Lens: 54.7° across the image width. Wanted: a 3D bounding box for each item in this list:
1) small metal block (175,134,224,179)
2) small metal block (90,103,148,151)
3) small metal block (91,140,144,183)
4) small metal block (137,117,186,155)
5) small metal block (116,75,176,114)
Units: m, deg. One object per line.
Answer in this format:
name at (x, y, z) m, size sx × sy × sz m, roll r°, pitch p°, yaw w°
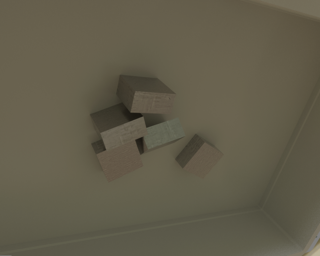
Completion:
small metal block at (0.060, 0.044, 0.468) m, size 0.050 × 0.025 × 0.050 m, roll 32°, pitch 101°, yaw -38°
small metal block at (-0.049, -0.004, 0.362) m, size 0.050 × 0.050 × 0.025 m, roll -22°, pitch 124°, yaw -15°
small metal block at (-0.054, 0.035, 0.401) m, size 0.050 × 0.025 × 0.050 m, roll -24°, pitch 127°, yaw -14°
small metal block at (-0.002, 0.011, 0.396) m, size 0.050 × 0.050 × 0.025 m, roll -19°, pitch 83°, yaw -17°
small metal block at (-0.017, -0.039, 0.359) m, size 0.050 × 0.050 × 0.025 m, roll 1°, pitch 118°, yaw -29°
